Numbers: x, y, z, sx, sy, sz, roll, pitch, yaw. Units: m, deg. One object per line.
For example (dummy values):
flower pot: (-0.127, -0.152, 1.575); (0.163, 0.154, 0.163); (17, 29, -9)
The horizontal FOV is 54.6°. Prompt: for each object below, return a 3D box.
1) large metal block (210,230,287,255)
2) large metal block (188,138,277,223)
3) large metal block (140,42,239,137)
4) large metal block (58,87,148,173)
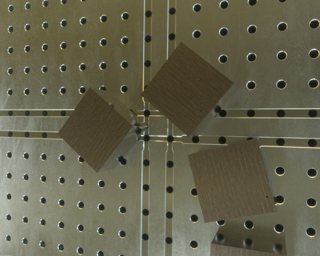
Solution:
large metal block: (0.103, 0.172, 0.363); (0.080, 0.050, 0.080); (2, 91, 20)
large metal block: (0.087, 0.060, 0.369); (0.080, 0.050, 0.080); (-15, 85, 19)
large metal block: (0.038, -0.046, 0.386); (0.080, 0.050, 0.080); (42, 103, 15)
large metal block: (-0.078, 0.002, 0.427); (0.080, 0.050, 0.080); (41, 103, 15)
